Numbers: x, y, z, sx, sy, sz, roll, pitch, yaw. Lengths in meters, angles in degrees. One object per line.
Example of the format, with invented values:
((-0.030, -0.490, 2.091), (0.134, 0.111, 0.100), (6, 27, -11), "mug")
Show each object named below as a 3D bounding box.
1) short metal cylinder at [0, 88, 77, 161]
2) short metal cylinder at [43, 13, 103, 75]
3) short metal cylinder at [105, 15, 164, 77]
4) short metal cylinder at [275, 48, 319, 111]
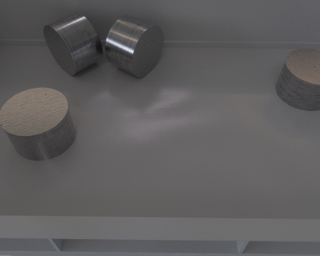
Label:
((-0.152, -0.006, 0.392), (0.080, 0.050, 0.080), (0, 50, 0), "short metal cylinder")
((-0.133, -0.129, 0.476), (0.050, 0.080, 0.080), (-37, 59, -26), "short metal cylinder")
((-0.038, -0.125, 0.474), (0.050, 0.080, 0.080), (28, 56, 21), "short metal cylinder")
((0.216, -0.071, 0.450), (0.080, 0.050, 0.080), (0, 50, 0), "short metal cylinder")
